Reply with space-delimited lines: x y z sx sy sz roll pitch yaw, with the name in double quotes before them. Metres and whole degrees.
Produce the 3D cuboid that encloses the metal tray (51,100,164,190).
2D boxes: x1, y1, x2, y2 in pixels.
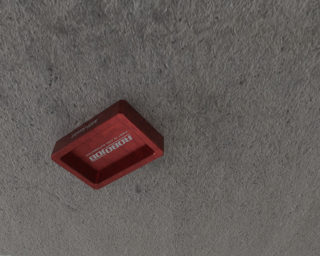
"metal tray" -0.071 0.028 0.426 0.130 0.030 0.090 -30 124 23
